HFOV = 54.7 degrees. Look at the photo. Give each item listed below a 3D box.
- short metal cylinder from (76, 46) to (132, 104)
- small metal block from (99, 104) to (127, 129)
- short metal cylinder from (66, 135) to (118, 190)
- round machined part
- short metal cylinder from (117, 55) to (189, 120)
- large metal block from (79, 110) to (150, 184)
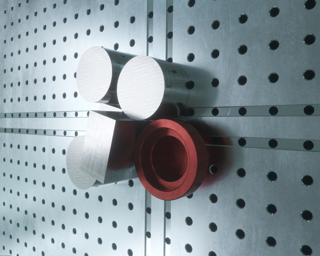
[{"bbox_3d":[-0.079,-0.076,0.458,0.080,0.050,0.080,0,90,40],"label":"short metal cylinder"},{"bbox_3d":[-0.068,-0.008,0.465,0.050,0.025,0.050,19,102,38],"label":"small metal block"},{"bbox_3d":[-0.099,0.051,0.475,0.080,0.050,0.080,0,90,40],"label":"short metal cylinder"},{"bbox_3d":[0.018,0.037,0.384,0.098,0.042,0.097,0,90,40],"label":"round machined part"},{"bbox_3d":[-0.009,-0.050,0.401,0.080,0.050,0.080,0,90,40],"label":"short metal cylinder"},{"bbox_3d":[-0.053,0.022,0.413,0.050,0.081,0.079,20,103,38],"label":"large metal block"}]
